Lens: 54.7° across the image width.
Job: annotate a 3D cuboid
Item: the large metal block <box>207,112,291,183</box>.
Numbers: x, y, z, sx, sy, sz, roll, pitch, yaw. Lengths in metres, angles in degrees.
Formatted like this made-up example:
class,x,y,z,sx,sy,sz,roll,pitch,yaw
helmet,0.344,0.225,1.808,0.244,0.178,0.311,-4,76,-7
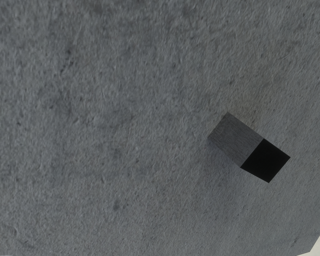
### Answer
class,x,y,z,sx,sy,sz,roll,pitch,yaw
large metal block,0.132,0.029,0.464,0.080,0.080,0.050,28,103,-38
